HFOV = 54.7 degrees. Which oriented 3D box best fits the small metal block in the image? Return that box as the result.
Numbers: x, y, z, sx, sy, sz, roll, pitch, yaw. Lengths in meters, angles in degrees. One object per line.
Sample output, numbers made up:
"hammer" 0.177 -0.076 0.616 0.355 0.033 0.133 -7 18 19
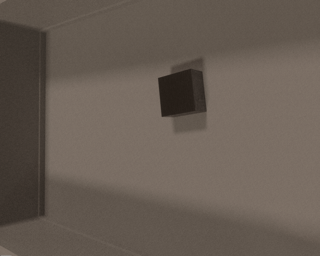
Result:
"small metal block" 0.027 -0.041 0.383 0.050 0.025 0.050 -9 85 39
